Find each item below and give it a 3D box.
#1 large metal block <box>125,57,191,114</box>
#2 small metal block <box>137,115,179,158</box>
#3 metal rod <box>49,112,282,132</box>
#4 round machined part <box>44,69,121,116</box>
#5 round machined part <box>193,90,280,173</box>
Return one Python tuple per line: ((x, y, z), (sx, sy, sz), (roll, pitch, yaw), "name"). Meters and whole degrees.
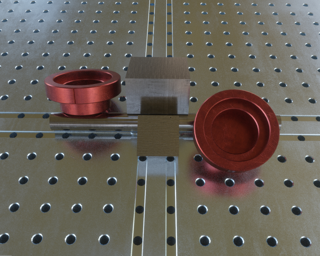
((-0.002, -0.061, 0.427), (0.081, 0.050, 0.080), (1, 32, 0), "large metal block")
((-0.002, 0.012, 0.385), (0.050, 0.025, 0.050), (1, 79, 0), "small metal block")
((0.007, -0.008, 0.415), (0.302, 0.025, 0.025), (0, 50, 0), "metal rod")
((-0.102, -0.048, 0.420), (0.099, 0.042, 0.098), (0, 24, 0), "round machined part")
((0.089, 0.006, 0.376), (0.099, 0.042, 0.098), (0, 75, 0), "round machined part")
